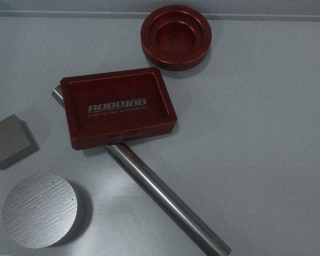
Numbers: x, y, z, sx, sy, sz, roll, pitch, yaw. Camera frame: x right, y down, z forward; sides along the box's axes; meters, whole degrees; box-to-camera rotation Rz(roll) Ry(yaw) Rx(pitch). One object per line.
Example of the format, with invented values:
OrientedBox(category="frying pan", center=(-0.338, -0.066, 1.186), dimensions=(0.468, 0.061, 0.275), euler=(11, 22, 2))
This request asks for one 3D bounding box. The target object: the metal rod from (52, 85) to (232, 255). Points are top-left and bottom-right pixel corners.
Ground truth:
OrientedBox(category="metal rod", center=(-0.032, 0.049, 0.391), dimensions=(0.025, 0.025, 0.300), euler=(-43, 76, -14))

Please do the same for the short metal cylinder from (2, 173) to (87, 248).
OrientedBox(category="short metal cylinder", center=(-0.131, 0.096, 0.360), dimensions=(0.081, 0.050, 0.080), euler=(0, 70, 0))

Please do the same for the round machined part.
OrientedBox(category="round machined part", center=(0.022, -0.124, 0.446), dimensions=(0.099, 0.042, 0.098), euler=(0, 70, -1))

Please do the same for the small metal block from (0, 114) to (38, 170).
OrientedBox(category="small metal block", center=(-0.197, 0.018, 0.401), dimensions=(0.050, 0.025, 0.050), euler=(-32, 73, -11))

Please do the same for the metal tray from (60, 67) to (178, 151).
OrientedBox(category="metal tray", center=(-0.053, -0.028, 0.397), dimensions=(0.131, 0.030, 0.090), euler=(-10, 63, -17))
